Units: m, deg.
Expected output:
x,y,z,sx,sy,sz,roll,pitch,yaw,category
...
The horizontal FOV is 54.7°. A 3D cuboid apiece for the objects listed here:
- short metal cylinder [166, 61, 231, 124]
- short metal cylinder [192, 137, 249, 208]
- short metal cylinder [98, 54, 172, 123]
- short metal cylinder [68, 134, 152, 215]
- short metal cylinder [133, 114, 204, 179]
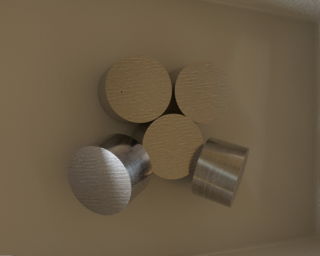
x,y,z,sx,sy,sz,roll,pitch,yaw,category
0.047,-0.046,0.414,0.081,0.050,0.079,0,90,-21,short metal cylinder
0.080,0.057,0.404,0.050,0.080,0.080,17,83,20,short metal cylinder
-0.032,-0.046,0.383,0.081,0.050,0.079,0,90,-21,short metal cylinder
-0.056,0.051,0.354,0.050,0.080,0.080,-32,105,-63,short metal cylinder
0.008,0.022,0.398,0.081,0.050,0.079,0,90,-21,short metal cylinder
